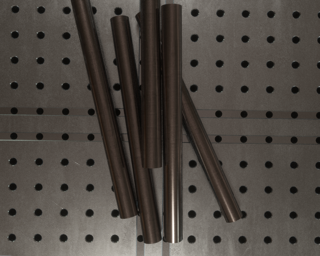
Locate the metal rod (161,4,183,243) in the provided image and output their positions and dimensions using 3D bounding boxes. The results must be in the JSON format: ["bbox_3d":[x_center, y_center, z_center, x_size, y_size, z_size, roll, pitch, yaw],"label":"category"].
[{"bbox_3d":[0.016,0.000,0.395,0.025,0.025,0.298,-1,97,-1],"label":"metal rod"}]

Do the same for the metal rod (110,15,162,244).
[{"bbox_3d":[-0.032,0.002,0.412,0.025,0.025,0.298,-9,90,0],"label":"metal rod"}]

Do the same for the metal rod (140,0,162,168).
[{"bbox_3d":[-0.011,-0.100,0.388,0.025,0.025,0.298,-1,92,-1],"label":"metal rod"}]

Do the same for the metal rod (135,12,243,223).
[{"bbox_3d":[0.039,-0.016,0.413,0.025,0.025,0.299,-24,90,0],"label":"metal rod"}]

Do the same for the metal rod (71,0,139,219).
[{"bbox_3d":[-0.074,-0.029,0.412,0.025,0.025,0.298,-13,90,0],"label":"metal rod"}]
